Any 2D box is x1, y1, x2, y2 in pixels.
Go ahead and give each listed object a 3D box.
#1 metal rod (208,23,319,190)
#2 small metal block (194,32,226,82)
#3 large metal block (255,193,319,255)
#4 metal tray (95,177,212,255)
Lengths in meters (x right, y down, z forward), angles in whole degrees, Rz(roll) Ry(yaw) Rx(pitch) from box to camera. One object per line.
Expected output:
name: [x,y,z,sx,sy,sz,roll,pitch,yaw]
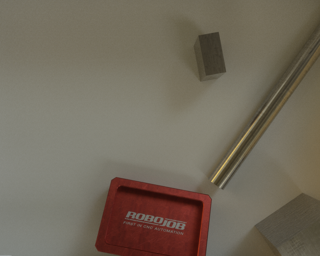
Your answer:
metal rod: [0.162,-0.046,0.413,0.025,0.025,0.299,36,90,-1]
small metal block: [0.063,-0.090,0.400,0.025,0.050,0.050,-11,90,0]
large metal block: [0.178,0.132,0.386,0.080,0.080,0.050,-34,90,0]
metal tray: [-0.006,0.120,0.391,0.131,0.030,0.090,11,66,-1]
